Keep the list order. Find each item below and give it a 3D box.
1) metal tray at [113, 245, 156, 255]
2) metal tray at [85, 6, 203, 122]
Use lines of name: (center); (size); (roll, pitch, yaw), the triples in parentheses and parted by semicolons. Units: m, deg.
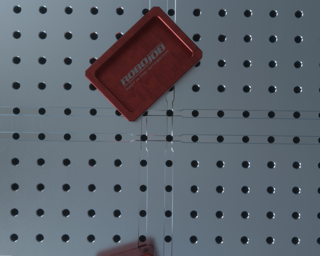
metal tray: (-0.034, 0.233, 0.410); (0.090, 0.030, 0.129); (-16, 90, 0)
metal tray: (-0.021, -0.082, 0.410); (0.130, 0.030, 0.090); (-44, 90, 0)
